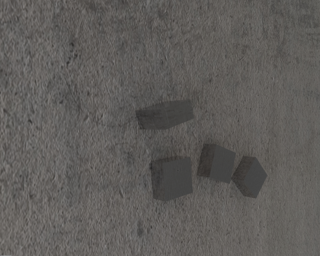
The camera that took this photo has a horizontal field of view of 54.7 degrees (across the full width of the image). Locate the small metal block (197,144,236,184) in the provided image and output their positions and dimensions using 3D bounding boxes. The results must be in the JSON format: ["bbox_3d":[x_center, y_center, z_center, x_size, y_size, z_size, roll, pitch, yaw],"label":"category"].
[{"bbox_3d":[0.088,0.055,0.478,0.050,0.025,0.050,23,76,-38],"label":"small metal block"}]

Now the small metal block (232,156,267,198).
[{"bbox_3d":[0.155,0.084,0.534,0.050,0.025,0.050,52,60,-28],"label":"small metal block"}]

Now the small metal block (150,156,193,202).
[{"bbox_3d":[0.016,0.067,0.418,0.050,0.025,0.050,-7,95,-40],"label":"small metal block"}]

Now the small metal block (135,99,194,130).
[{"bbox_3d":[0.006,-0.017,0.393,0.050,0.050,0.025,-21,104,-38],"label":"small metal block"}]
